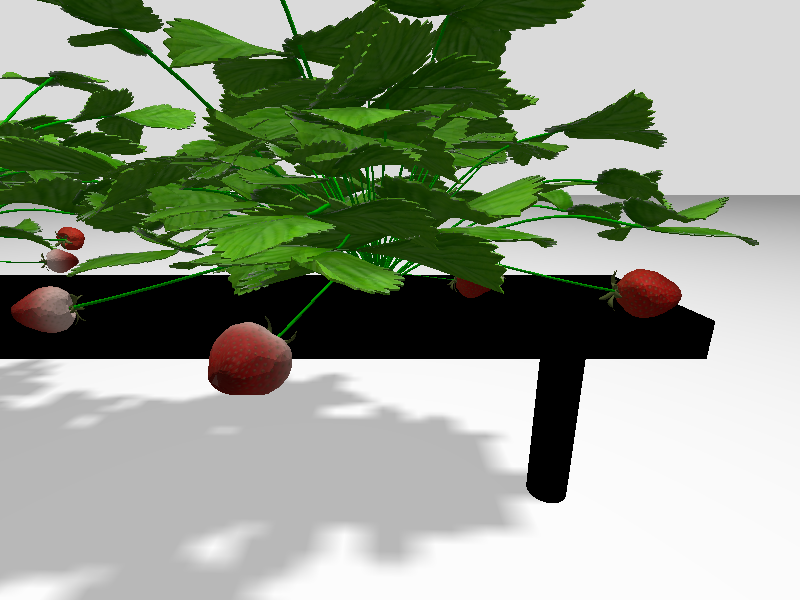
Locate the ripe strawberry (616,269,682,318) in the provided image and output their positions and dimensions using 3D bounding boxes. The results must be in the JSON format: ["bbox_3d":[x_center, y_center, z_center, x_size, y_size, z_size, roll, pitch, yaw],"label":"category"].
[{"bbox_3d":[0.177,-0.005,0.287,0.040,0.035,0.040,7,18,19],"label":"ripe strawberry"}]

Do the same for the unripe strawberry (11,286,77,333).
[{"bbox_3d":[-0.233,0.007,0.262,0.032,0.031,0.030,-8,18,-24],"label":"unripe strawberry"}]

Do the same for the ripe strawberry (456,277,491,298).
[{"bbox_3d":[0.066,-0.018,0.342,0.034,0.033,0.032,4,17,10],"label":"ripe strawberry"}]

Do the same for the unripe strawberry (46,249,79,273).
[{"bbox_3d":[-0.369,-0.043,0.439,0.027,0.026,0.025,-13,21,-38],"label":"unripe strawberry"}]

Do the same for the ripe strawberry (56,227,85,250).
[{"bbox_3d":[-0.477,-0.090,0.584,0.033,0.035,0.036,0,16,-2],"label":"ripe strawberry"}]

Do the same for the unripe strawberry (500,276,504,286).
[{"bbox_3d":[0.093,-0.018,0.378,0.010,0.012,0.012,-3,17,-8],"label":"unripe strawberry"}]

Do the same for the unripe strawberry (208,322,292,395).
[{"bbox_3d":[-0.070,0.028,0.181,0.037,0.032,0.037,4,18,14],"label":"unripe strawberry"}]
